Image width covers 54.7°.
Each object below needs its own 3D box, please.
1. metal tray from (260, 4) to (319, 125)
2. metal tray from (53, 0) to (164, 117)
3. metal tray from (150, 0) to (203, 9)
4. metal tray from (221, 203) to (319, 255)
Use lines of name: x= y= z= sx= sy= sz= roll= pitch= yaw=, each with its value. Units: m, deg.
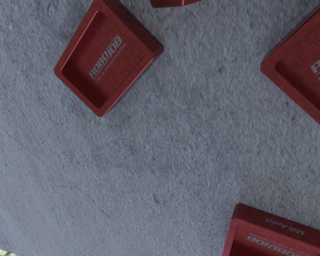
metal tray: x=0.167 y=-0.072 z=0.270 sx=0.090 sy=0.030 sz=0.129 roll=42 pitch=129 yaw=-2
metal tray: x=-0.068 y=-0.083 z=0.386 sx=0.090 sy=0.030 sz=0.129 roll=45 pitch=129 yaw=-4
metal tray: x=0.002 y=-0.172 z=0.259 sx=0.030 sy=0.090 sz=0.129 roll=-22 pitch=114 yaw=-11
metal tray: x=0.157 y=0.163 z=0.421 sx=0.130 sy=0.030 sz=0.089 roll=16 pitch=125 yaw=18
